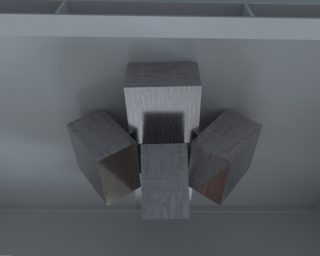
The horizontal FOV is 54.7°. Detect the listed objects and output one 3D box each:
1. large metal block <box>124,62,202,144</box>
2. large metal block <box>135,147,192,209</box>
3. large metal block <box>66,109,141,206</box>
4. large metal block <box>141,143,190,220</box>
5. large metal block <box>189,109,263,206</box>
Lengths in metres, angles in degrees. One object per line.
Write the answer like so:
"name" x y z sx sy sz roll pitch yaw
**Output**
"large metal block" 0.004 -0.028 0.363 0.080 0.050 0.079 -1 130 1
"large metal block" 0.005 0.075 0.455 0.081 0.050 0.079 0 130 -1
"large metal block" -0.070 0.036 0.391 0.050 0.080 0.079 -27 137 -26
"large metal block" 0.005 0.059 0.369 0.050 0.080 0.080 -1 86 -1
"large metal block" 0.081 0.036 0.393 0.050 0.080 0.079 28 137 28
